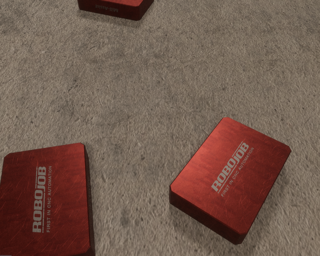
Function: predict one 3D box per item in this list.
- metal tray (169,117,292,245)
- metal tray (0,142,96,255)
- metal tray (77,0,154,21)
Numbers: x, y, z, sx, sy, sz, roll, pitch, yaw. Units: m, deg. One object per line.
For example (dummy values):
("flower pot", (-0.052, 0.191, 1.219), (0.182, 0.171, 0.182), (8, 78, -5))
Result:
("metal tray", (0.082, 0.053, 0.356), (0.090, 0.030, 0.131), (29, 55, 21))
("metal tray", (-0.121, 0.081, 0.331), (0.091, 0.030, 0.130), (-9, 51, -8))
("metal tray", (-0.087, -0.261, 0.618), (0.131, 0.030, 0.090), (15, 51, 12))
